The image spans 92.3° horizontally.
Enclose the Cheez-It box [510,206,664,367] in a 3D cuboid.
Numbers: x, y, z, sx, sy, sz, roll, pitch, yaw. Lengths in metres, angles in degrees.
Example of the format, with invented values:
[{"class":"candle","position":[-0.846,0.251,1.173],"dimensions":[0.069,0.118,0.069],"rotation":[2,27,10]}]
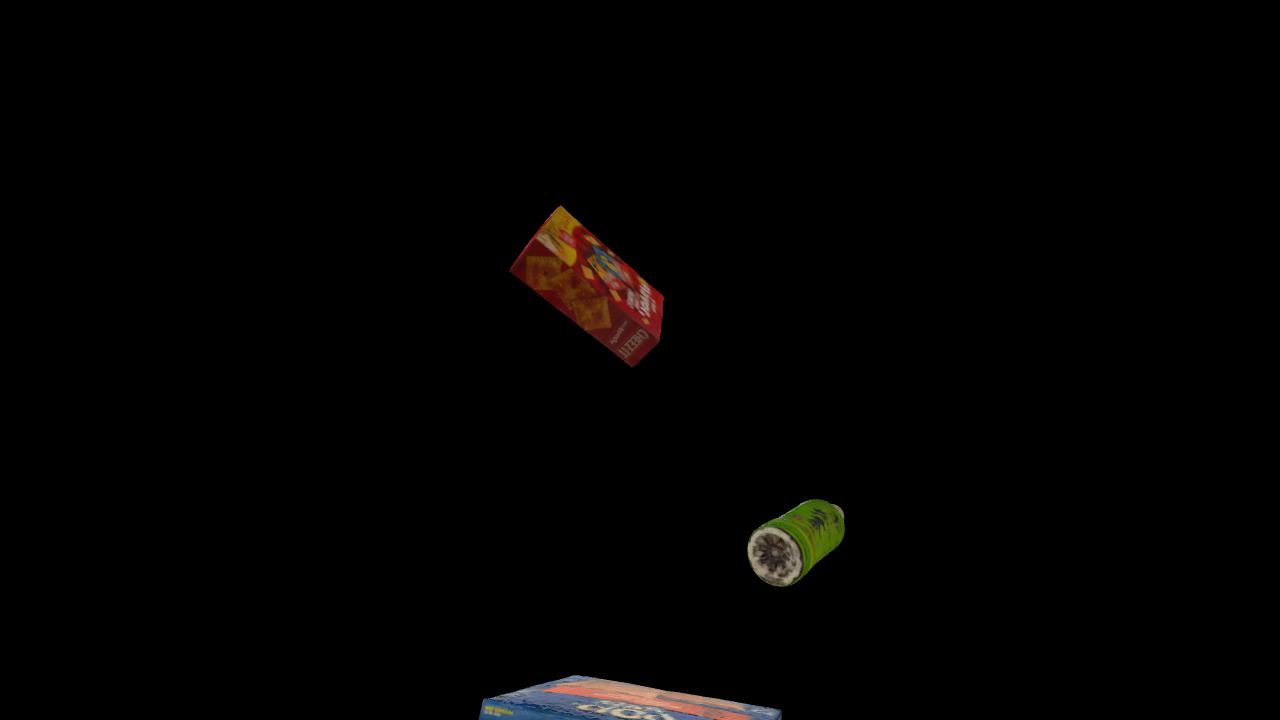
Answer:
[{"class":"Cheez-It box","position":[-0.067,-0.111,0.905],"dimensions":[0.223,0.071,0.166],"rotation":[39,25,-16]}]

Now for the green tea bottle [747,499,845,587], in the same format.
[{"class":"green tea bottle","position":[0.206,0.216,0.760],"dimensions":[0.073,0.073,0.212],"rotation":[0,-1,34]}]

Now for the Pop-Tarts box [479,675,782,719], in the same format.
[{"class":"Pop-Tarts box","position":[-0.001,0.262,0.391],"dimensions":[0.167,0.083,0.141],"rotation":[-1,-20,19]}]
